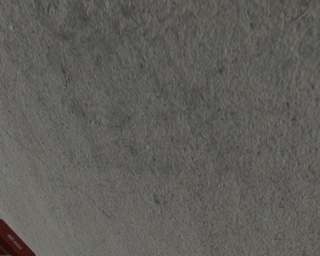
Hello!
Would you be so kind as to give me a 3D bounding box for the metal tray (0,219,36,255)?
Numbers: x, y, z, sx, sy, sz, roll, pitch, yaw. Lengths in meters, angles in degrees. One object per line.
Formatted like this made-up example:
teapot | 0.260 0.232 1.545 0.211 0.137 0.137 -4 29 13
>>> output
metal tray | -0.388 0.298 0.787 0.090 0.030 0.130 -30 102 37
